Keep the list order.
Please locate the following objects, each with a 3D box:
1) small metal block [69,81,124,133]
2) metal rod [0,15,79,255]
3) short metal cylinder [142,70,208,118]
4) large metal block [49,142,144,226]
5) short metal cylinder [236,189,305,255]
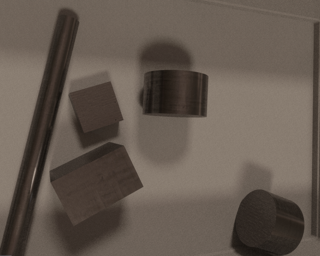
[{"bbox_3d":[-0.079,-0.025,0.382,0.050,0.025,0.050,-20,97,-19],"label":"small metal block"},{"bbox_3d":[-0.140,0.016,0.358,0.025,0.025,0.298,14,85,-20],"label":"metal rod"},{"bbox_3d":[0.019,-0.040,0.389,0.081,0.080,0.050,3,89,-20],"label":"short metal cylinder"},{"bbox_3d":[-0.076,0.058,0.354,0.081,0.080,0.050,-27,99,-18],"label":"large metal block"},{"bbox_3d":[0.154,0.134,0.440,0.050,0.080,0.080,23,82,-19],"label":"short metal cylinder"}]
